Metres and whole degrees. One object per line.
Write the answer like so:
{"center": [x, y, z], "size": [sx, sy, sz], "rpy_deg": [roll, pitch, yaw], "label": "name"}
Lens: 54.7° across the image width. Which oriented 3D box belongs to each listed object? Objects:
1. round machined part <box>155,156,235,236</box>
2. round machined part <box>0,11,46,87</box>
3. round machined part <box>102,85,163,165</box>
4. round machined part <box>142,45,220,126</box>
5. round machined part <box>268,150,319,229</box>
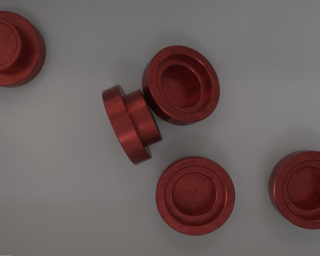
{"center": [0.044, 0.084, 0.403], "size": [0.099, 0.042, 0.097], "rpy_deg": [0, 90, 0], "label": "round machined part"}
{"center": [-0.205, -0.104, 0.401], "size": [0.099, 0.042, 0.097], "rpy_deg": [0, 90, 0], "label": "round machined part"}
{"center": [-0.029, -0.008, 0.374], "size": [0.042, 0.098, 0.098], "rpy_deg": [-24, 90, 1], "label": "round machined part"}
{"center": [0.023, -0.050, 0.390], "size": [0.099, 0.042, 0.098], "rpy_deg": [6, 75, -24], "label": "round machined part"}
{"center": [0.190, 0.077, 0.404], "size": [0.099, 0.042, 0.097], "rpy_deg": [0, 90, 0], "label": "round machined part"}
